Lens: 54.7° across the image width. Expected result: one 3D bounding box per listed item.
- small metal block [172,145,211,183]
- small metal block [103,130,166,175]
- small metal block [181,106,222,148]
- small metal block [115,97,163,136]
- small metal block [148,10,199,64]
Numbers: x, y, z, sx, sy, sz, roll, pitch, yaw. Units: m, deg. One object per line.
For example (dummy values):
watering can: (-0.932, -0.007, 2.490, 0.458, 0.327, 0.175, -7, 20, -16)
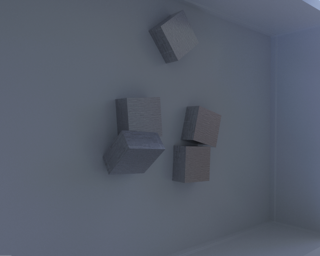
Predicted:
small metal block: (0.046, 0.051, 0.445, 0.050, 0.025, 0.050, 4, 88, -40)
small metal block: (-0.031, 0.029, 0.362, 0.050, 0.050, 0.025, 5, 47, -40)
small metal block: (0.061, -0.001, 0.458, 0.050, 0.025, 0.050, 19, 78, -39)
small metal block: (-0.026, -0.012, 0.385, 0.050, 0.025, 0.050, -6, 94, -40)
small metal block: (0.020, -0.124, 0.423, 0.050, 0.025, 0.050, -45, 117, -30)
